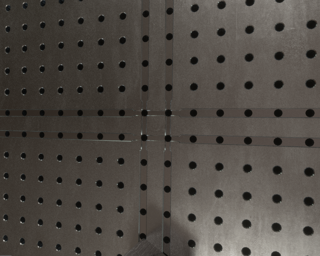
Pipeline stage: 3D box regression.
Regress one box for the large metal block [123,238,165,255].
[{"bbox_3d":[-0.017,0.196,0.389,0.080,0.080,0.050,35,101,16],"label":"large metal block"}]
